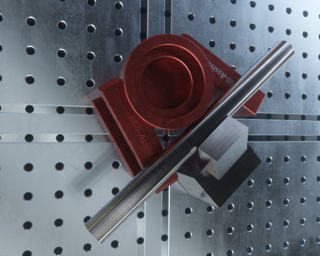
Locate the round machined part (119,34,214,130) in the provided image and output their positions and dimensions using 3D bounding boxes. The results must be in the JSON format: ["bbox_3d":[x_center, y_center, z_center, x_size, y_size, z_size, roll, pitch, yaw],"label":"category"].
[{"bbox_3d":[0.005,-0.047,0.333,0.099,0.042,0.097,0,90,-21],"label":"round machined part"}]

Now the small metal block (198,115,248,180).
[{"bbox_3d":[0.070,0.023,0.339,0.025,0.050,0.050,37,73,29],"label":"small metal block"}]

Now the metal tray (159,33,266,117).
[{"bbox_3d":[0.058,-0.061,0.400,0.130,0.090,0.030,33,80,-18],"label":"metal tray"}]

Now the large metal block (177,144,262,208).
[{"bbox_3d":[0.069,0.049,0.407,0.080,0.080,0.050,-43,104,-15],"label":"large metal block"}]

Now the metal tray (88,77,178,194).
[{"bbox_3d":[-0.035,0.008,0.366,0.030,0.090,0.129,-31,101,-18],"label":"metal tray"}]

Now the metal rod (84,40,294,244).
[{"bbox_3d":[0.044,0.003,0.334,0.301,0.025,0.025,-42,104,-15],"label":"metal rod"}]
